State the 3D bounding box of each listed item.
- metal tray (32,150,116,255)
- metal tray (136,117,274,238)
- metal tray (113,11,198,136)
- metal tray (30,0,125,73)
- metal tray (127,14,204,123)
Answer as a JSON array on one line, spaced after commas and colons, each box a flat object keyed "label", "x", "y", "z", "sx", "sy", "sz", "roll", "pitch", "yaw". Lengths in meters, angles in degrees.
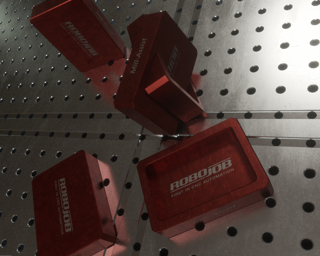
[{"label": "metal tray", "x": -0.116, "y": 0.103, "z": 0.401, "sx": 0.090, "sy": 0.030, "sz": 0.130, "roll": -30, "pitch": 52, "yaw": 8}, {"label": "metal tray", "x": 0.045, "y": 0.055, "z": 0.346, "sx": 0.130, "sy": 0.030, "sz": 0.090, "roll": -26, "pitch": 53, "yaw": 11}, {"label": "metal tray", "x": 0.000, "y": -0.066, "z": 0.389, "sx": 0.030, "sy": 0.090, "sz": 0.130, "roll": 3, "pitch": 69, "yaw": 37}, {"label": "metal tray", "x": -0.127, "y": -0.152, "z": 0.498, "sx": 0.090, "sy": 0.130, "sz": 0.030, "roll": -16, "pitch": 56, "yaw": 19}, {"label": "metal tray", "x": 0.006, "y": -0.079, "z": 0.407, "sx": 0.030, "sy": 0.090, "sz": 0.130, "roll": -33, "pitch": 51, "yaw": 20}]
